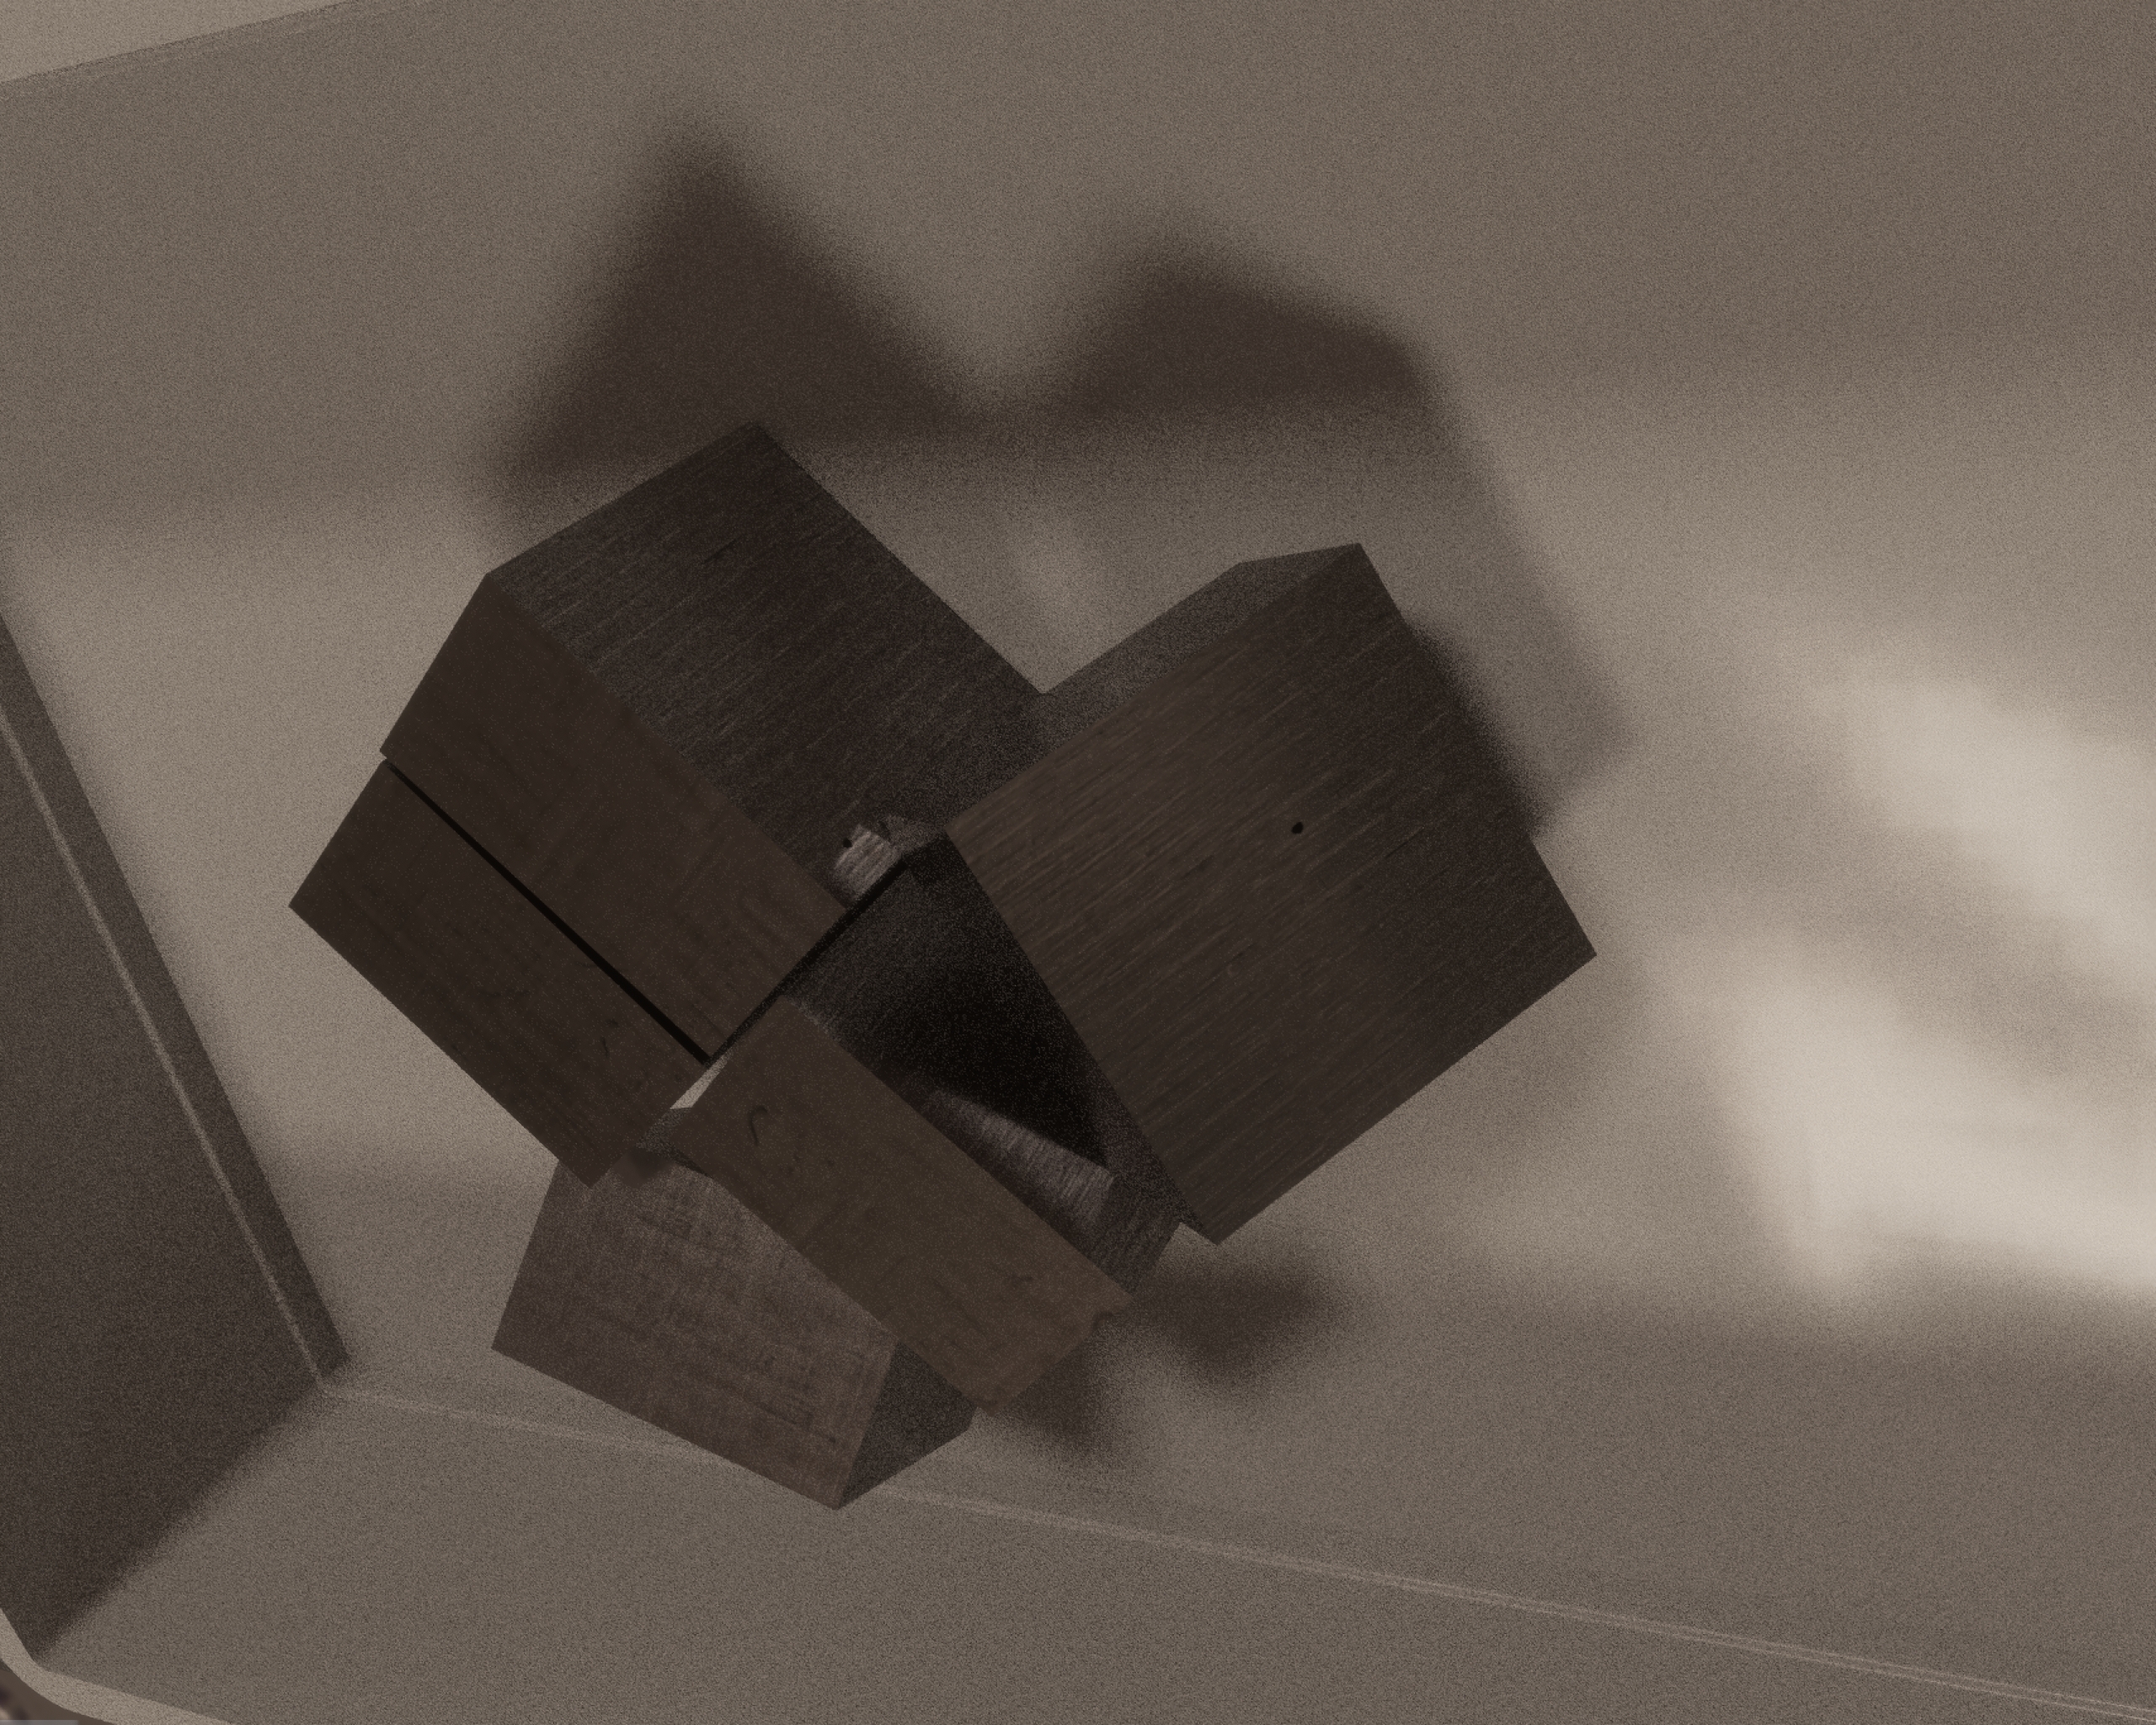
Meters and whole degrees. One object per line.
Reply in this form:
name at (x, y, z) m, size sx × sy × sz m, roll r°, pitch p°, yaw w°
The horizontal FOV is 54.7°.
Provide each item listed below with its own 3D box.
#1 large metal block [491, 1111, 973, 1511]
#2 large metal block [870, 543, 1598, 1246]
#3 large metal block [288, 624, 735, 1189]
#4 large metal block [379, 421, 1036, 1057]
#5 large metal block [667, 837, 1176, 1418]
large metal block at (-0.064, 0.091, 0.451) m, size 0.080 × 0.080 × 0.050 m, roll 20°, pitch 92°, yaw 16°
large metal block at (0.025, 0.003, 0.351) m, size 0.080 × 0.080 × 0.050 m, roll 58°, pitch 167°, yaw -13°
large metal block at (-0.093, 0.004, 0.422) m, size 0.080 × 0.080 × 0.050 m, roll 44°, pitch 129°, yaw -3°
large metal block at (-0.065, -0.025, 0.388) m, size 0.080 × 0.080 × 0.050 m, roll 43°, pitch 129°, yaw -2°
large metal block at (-0.017, 0.044, 0.405) m, size 0.080 × 0.080 × 0.050 m, roll 41°, pitch 129°, yaw 0°
